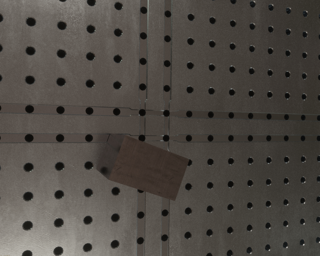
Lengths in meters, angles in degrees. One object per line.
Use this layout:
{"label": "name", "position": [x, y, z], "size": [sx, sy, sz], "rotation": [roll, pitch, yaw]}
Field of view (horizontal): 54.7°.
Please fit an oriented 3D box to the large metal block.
{"label": "large metal block", "position": [-0.024, 0.045, 0.376], "size": [0.080, 0.080, 0.050], "rotation": [22, 83, -19]}
